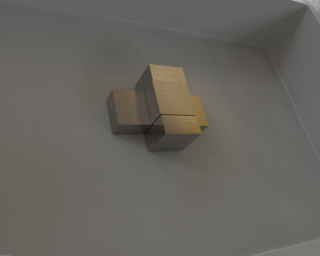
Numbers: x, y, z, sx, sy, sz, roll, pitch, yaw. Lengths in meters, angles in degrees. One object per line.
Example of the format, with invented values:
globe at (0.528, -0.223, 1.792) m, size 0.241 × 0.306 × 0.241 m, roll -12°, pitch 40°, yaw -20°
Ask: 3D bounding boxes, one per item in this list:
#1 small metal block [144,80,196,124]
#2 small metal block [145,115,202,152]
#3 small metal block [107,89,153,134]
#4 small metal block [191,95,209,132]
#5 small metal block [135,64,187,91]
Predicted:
small metal block at (0.012, -0.032, 0.396) m, size 0.050 × 0.025 × 0.050 m, roll 1°, pitch 61°, yaw -28°
small metal block at (0.016, 0.007, 0.389) m, size 0.050 × 0.050 × 0.025 m, roll 1°, pitch 62°, yaw -28°
small metal block at (-0.037, -0.020, 0.395) m, size 0.050 × 0.025 × 0.050 m, roll 1°, pitch 61°, yaw -28°
small metal block at (0.034, -0.019, 0.433) m, size 0.050 × 0.025 × 0.050 m, roll 1°, pitch 61°, yaw -28°
small metal block at (0.000, -0.059, 0.423) m, size 0.050 × 0.050 × 0.025 m, roll 1°, pitch 62°, yaw -28°
